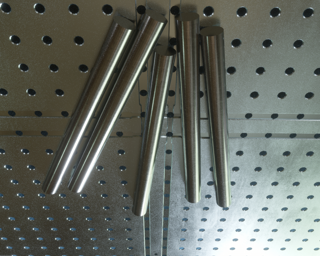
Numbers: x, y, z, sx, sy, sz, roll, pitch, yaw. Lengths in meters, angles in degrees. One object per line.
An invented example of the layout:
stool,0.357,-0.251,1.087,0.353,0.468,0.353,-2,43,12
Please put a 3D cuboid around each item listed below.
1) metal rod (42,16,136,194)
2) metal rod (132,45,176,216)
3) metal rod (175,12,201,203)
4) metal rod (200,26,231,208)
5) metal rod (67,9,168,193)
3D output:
metal rod,-0.105,-0.007,0.404,0.025,0.025,0.298,22,127,-17
metal rod,-0.015,0.028,0.435,0.025,0.025,0.298,6,130,-5
metal rod,0.041,0.000,0.412,0.025,0.025,0.298,-4,130,3
metal rod,0.080,0.010,0.420,0.025,0.025,0.299,-8,130,6
metal rod,-0.068,-0.011,0.402,0.025,0.025,0.298,20,127,-16
